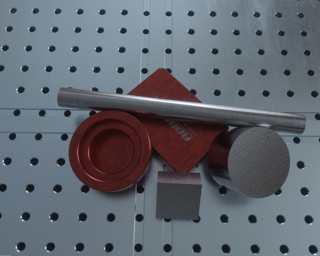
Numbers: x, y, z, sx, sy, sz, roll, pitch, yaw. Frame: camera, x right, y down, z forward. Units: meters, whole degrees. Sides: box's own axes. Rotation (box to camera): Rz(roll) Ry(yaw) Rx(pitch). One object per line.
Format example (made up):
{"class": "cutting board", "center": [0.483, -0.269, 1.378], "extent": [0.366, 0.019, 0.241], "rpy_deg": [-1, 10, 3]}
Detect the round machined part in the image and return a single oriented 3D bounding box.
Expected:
{"class": "round machined part", "center": [-0.058, 0.030, 0.386], "extent": [0.099, 0.042, 0.098], "rpy_deg": [-1, 76, 4]}

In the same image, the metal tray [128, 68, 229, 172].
{"class": "metal tray", "center": [0.015, -0.008, 0.413], "extent": [0.090, 0.030, 0.130], "rpy_deg": [-42, 76, -14]}

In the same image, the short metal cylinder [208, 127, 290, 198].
{"class": "short metal cylinder", "center": [0.104, 0.039, 0.369], "extent": [0.081, 0.050, 0.079], "rpy_deg": [0, 89, -17]}

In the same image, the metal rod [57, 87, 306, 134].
{"class": "metal rod", "center": [0.025, -0.022, 0.386], "extent": [0.302, 0.025, 0.025], "rpy_deg": [7, 70, 2]}

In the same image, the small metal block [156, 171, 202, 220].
{"class": "small metal block", "center": [0.021, 0.080, 0.368], "extent": [0.050, 0.025, 0.050], "rpy_deg": [3, 113, 0]}
